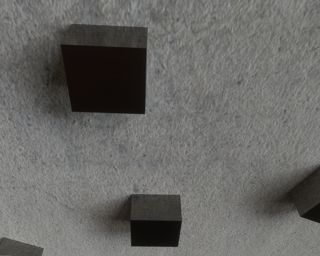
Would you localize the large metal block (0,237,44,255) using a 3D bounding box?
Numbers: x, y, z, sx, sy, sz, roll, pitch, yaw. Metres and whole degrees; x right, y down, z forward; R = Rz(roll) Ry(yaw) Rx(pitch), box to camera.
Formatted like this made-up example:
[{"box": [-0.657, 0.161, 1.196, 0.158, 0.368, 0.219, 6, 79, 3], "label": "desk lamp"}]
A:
[{"box": [-0.291, 0.269, 0.616, 0.080, 0.050, 0.080, 27, 125, -21], "label": "large metal block"}]

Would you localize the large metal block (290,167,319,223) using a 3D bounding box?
[{"box": [0.271, 0.108, 0.487, 0.080, 0.050, 0.080, 21, 127, -18], "label": "large metal block"}]

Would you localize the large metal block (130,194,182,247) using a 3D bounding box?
[{"box": [-0.008, 0.158, 0.525, 0.081, 0.050, 0.079, 2, 130, -2], "label": "large metal block"}]

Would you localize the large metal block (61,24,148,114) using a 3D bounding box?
[{"box": [-0.055, -0.063, 0.336, 0.081, 0.050, 0.079, 2, 130, -2], "label": "large metal block"}]
